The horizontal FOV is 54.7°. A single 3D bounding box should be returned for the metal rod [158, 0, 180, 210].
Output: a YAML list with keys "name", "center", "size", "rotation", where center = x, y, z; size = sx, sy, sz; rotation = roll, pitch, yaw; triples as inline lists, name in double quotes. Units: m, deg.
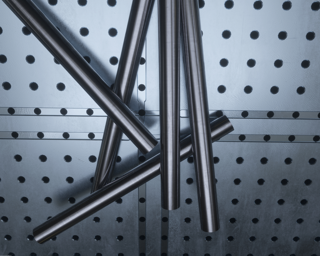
- name: "metal rod"
  center: [0.011, -0.043, 0.368]
  size: [0.025, 0.025, 0.298]
  rotation: [-1, 104, 0]

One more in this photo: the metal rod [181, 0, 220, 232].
- name: "metal rod"
  center: [0.048, -0.014, 0.382]
  size: [0.025, 0.025, 0.298]
  rotation: [-7, 100, 2]

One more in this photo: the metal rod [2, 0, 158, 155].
- name: "metal rod"
  center: [-0.110, -0.086, 0.362]
  size: [0.025, 0.025, 0.300]
  rotation: [-40, 99, 13]

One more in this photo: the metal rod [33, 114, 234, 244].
- name: "metal rod"
  center: [-0.037, 0.070, 0.418]
  size: [0.301, 0.025, 0.025]
  rotation: [-31, 108, 2]

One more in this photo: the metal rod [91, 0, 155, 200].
- name: "metal rod"
  center: [-0.050, -0.038, 0.398]
  size: [0.025, 0.025, 0.298]
  rotation: [14, 109, -6]
